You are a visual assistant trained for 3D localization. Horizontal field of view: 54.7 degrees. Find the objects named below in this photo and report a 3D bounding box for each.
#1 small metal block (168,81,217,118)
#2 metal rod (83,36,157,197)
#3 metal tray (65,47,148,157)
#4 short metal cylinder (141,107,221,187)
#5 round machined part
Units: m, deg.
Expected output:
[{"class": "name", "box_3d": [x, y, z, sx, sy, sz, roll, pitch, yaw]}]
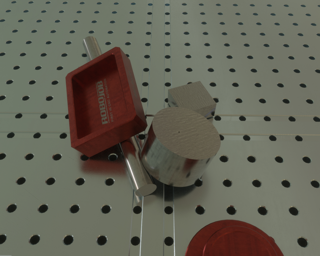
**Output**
[{"class": "small metal block", "box_3d": [0.044, -0.036, 0.438, 0.050, 0.025, 0.050, -17, 52, -14]}, {"class": "metal rod", "box_3d": [-0.067, -0.038, 0.438, 0.025, 0.025, 0.300, -16, 52, -13]}, {"class": "metal tray", "box_3d": [-0.074, -0.037, 0.405, 0.090, 0.030, 0.130, -26, 54, 13]}, {"class": "short metal cylinder", "box_3d": [0.023, 0.021, 0.360, 0.081, 0.050, 0.080, 13, 42, -12]}, {"class": "round machined part", "box_3d": [0.072, 0.131, 0.287, 0.099, 0.042, 0.098, 0, 50, 0]}]
